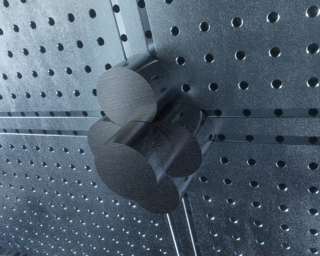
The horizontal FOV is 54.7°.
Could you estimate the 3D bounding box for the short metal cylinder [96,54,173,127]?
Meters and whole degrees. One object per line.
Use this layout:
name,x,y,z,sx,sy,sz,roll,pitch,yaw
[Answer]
short metal cylinder,-0.030,-0.045,0.383,0.080,0.050,0.079,13,124,20

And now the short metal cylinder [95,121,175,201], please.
short metal cylinder,-0.029,0.039,0.369,0.080,0.050,0.079,13,124,21

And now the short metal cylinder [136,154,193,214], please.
short metal cylinder,0.000,0.075,0.441,0.080,0.050,0.079,12,122,21

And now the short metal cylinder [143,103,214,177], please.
short metal cylinder,0.023,0.015,0.392,0.080,0.050,0.079,13,124,21

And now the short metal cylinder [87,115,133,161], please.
short metal cylinder,-0.053,0.014,0.432,0.080,0.050,0.079,13,124,21
